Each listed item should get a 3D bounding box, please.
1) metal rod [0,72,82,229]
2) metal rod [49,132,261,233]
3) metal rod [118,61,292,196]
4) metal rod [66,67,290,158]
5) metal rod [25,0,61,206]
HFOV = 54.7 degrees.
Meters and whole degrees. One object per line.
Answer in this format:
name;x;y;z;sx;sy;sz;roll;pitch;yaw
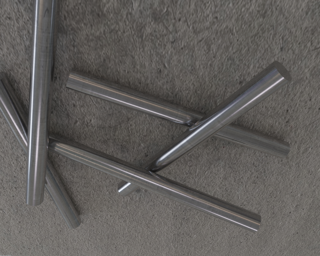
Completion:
metal rod;-0.171;0.055;0.451;0.025;0.025;0.298;-6;130;5
metal rod;-0.010;0.073;0.418;0.301;0.025;0.025;22;128;1
metal rod;0.032;0.020;0.394;0.025;0.025;0.299;29;133;-23
metal rod;0.035;-0.014;0.395;0.302;0.025;0.025;18;128;-15
metal rod;-0.144;-0.015;0.371;0.025;0.025;0.298;12;123;-10
